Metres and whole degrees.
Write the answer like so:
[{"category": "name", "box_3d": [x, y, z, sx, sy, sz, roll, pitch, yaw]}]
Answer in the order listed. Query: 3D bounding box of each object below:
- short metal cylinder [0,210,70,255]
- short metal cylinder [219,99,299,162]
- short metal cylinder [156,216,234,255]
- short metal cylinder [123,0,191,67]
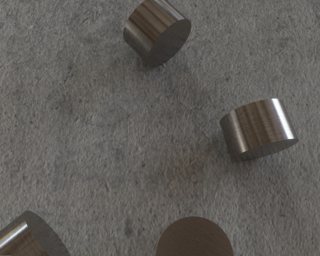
[{"category": "short metal cylinder", "box_3d": [-0.138, 0.135, 0.328, 0.050, 0.080, 0.080, -39, 75, -13]}, {"category": "short metal cylinder", "box_3d": [0.119, 0.005, 0.379, 0.081, 0.080, 0.050, -13, 71, -5]}, {"category": "short metal cylinder", "box_3d": [0.036, 0.141, 0.344, 0.081, 0.050, 0.080, 0, 70, 0]}, {"category": "short metal cylinder", "box_3d": [-0.003, -0.132, 0.427, 0.080, 0.080, 0.050, -40, 75, -13]}]
